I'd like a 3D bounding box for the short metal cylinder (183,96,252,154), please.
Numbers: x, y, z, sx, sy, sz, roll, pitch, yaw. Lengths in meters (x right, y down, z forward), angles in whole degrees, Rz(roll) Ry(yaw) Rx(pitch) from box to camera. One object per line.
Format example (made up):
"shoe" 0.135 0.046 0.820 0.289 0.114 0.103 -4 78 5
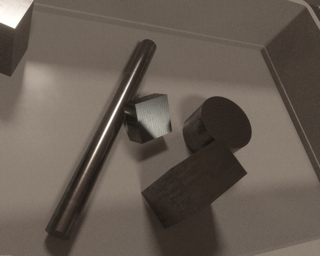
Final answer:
"short metal cylinder" 0.079 0.003 0.433 0.081 0.050 0.080 14 56 -21

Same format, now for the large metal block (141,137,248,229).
"large metal block" 0.037 0.063 0.353 0.081 0.080 0.050 -27 77 -37

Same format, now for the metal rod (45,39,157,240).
"metal rod" -0.057 -0.012 0.383 0.025 0.025 0.300 28 52 -11

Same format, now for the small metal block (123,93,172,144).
"small metal block" -0.015 -0.013 0.391 0.050 0.025 0.050 -21 112 -36

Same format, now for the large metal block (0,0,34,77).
"large metal block" -0.191 -0.113 0.336 0.080 0.080 0.050 21 54 -16
